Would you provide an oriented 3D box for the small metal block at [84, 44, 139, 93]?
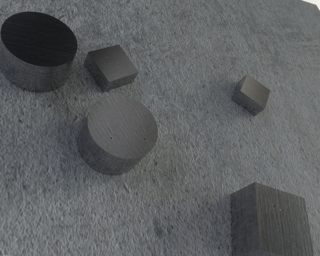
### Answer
[{"bbox_3d":[-0.066,-0.081,0.419,0.050,0.025,0.050,-27,77,-37],"label":"small metal block"}]

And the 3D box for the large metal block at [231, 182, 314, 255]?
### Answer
[{"bbox_3d":[0.138,0.123,0.389,0.081,0.050,0.080,20,54,-17],"label":"large metal block"}]

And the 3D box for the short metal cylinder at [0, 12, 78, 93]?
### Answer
[{"bbox_3d":[-0.144,-0.089,0.365,0.081,0.050,0.080,14,56,-21],"label":"short metal cylinder"}]

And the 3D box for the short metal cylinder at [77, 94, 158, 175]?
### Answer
[{"bbox_3d":[-0.049,0.008,0.357,0.081,0.050,0.080,14,56,-21],"label":"short metal cylinder"}]

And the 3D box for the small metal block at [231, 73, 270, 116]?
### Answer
[{"bbox_3d":[0.154,-0.056,0.524,0.050,0.025,0.050,35,51,-6],"label":"small metal block"}]
